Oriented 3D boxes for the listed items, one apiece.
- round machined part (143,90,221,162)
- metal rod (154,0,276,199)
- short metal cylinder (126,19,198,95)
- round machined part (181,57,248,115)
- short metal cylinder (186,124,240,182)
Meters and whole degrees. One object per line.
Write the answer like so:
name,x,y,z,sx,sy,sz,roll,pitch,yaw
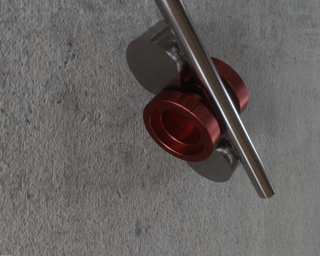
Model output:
round machined part,0.031,-0.007,0.385,0.042,0.098,0.098,-49,120,-33
metal rod,0.075,-0.026,0.367,0.025,0.025,0.299,-48,119,-29
short metal cylinder,0.006,-0.084,0.377,0.050,0.080,0.080,-47,118,-30
round machined part,0.064,-0.043,0.414,0.042,0.098,0.098,-45,117,-26
short metal cylinder,0.077,0.030,0.437,0.050,0.080,0.080,-47,118,-30
